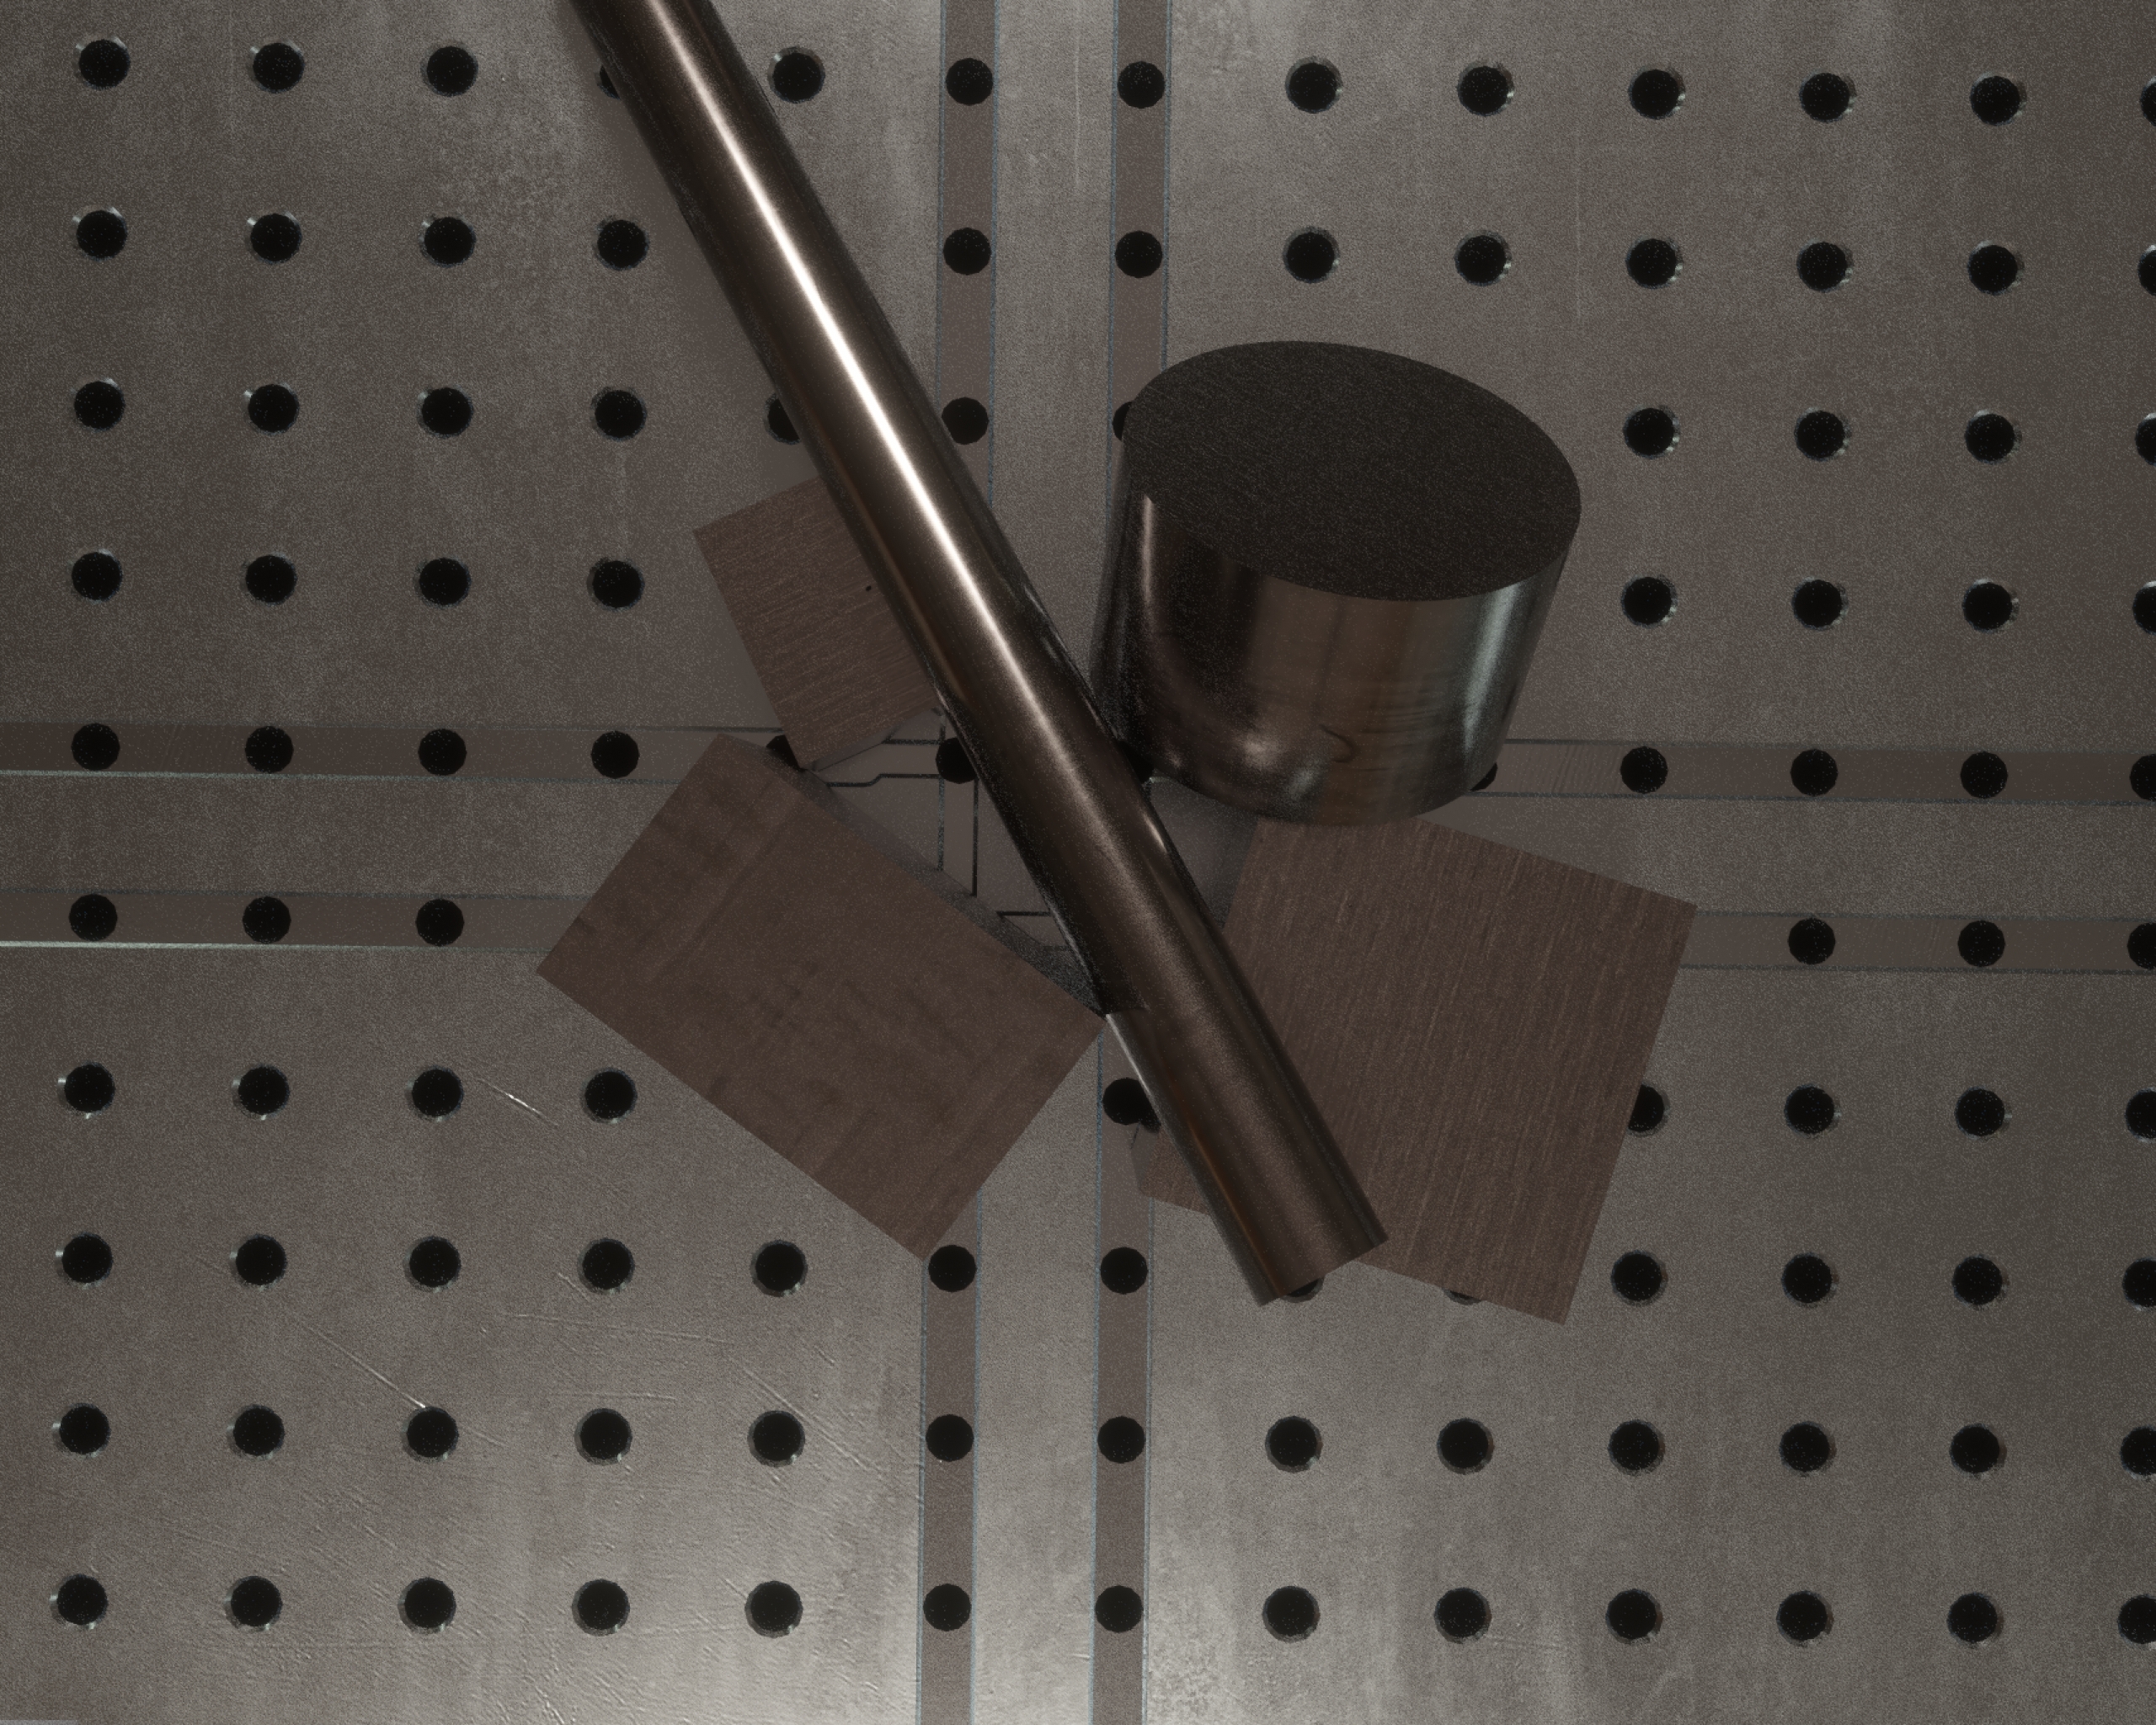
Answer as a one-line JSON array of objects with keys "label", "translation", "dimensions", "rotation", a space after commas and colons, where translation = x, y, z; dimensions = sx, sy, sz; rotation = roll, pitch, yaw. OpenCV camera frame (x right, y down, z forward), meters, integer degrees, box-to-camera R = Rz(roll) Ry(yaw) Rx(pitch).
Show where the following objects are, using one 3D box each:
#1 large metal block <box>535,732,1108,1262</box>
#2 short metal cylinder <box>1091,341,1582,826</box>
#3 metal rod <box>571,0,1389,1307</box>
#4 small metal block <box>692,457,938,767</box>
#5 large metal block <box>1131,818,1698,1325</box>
[{"label": "large metal block", "translation": [-0.043, 0.022, 0.385], "dimensions": [0.080, 0.080, 0.050], "rotation": [37, 90, -1]}, {"label": "short metal cylinder", "translation": [0.045, -0.052, 0.380], "dimensions": [0.081, 0.080, 0.050], "rotation": [9, 134, -1]}, {"label": "metal rod", "translation": [-0.027, -0.060, 0.383], "dimensions": [0.025, 0.025, 0.299], "rotation": [-28, 79, 0]}, {"label": "small metal block", "translation": [-0.041, -0.051, 0.413], "dimensions": [0.050, 0.025, 0.050], "rotation": [-24, 90, -1]}, {"label": "large metal block", "translation": [0.061, 0.034, 0.401], "dimensions": [0.080, 0.050, 0.080], "rotation": [18, 90, -1]}]
